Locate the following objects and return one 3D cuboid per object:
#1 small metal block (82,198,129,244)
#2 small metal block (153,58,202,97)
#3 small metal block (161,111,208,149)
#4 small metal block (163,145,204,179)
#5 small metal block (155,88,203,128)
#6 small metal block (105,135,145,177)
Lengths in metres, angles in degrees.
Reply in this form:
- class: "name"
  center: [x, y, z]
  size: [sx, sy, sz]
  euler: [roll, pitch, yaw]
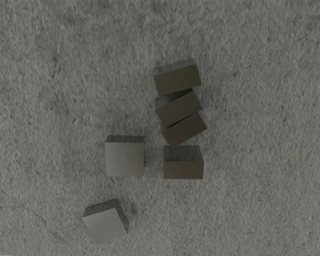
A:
- class: "small metal block"
  center: [-0.079, 0.138, 0.460]
  size: [0.050, 0.025, 0.050]
  euler: [-18, 109, 6]
- class: "small metal block"
  center: [0.020, -0.062, 0.374]
  size: [0.050, 0.050, 0.025]
  euler: [-15, 110, 5]
- class: "small metal block"
  center: [0.029, -0.006, 0.395]
  size: [0.050, 0.050, 0.025]
  euler: [-30, 108, 10]
- class: "small metal block"
  center: [0.030, 0.045, 0.414]
  size: [0.050, 0.050, 0.025]
  euler: [1, 110, -1]
- class: "small metal block"
  center: [0.022, -0.030, 0.386]
  size: [0.050, 0.050, 0.025]
  euler: [-27, 108, 9]
- class: "small metal block"
  center: [-0.047, 0.038, 0.423]
  size: [0.050, 0.025, 0.050]
  euler: [1, 110, -1]
